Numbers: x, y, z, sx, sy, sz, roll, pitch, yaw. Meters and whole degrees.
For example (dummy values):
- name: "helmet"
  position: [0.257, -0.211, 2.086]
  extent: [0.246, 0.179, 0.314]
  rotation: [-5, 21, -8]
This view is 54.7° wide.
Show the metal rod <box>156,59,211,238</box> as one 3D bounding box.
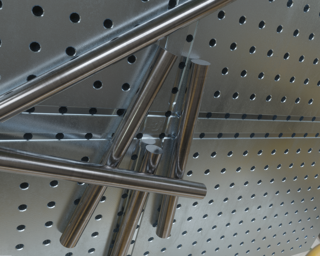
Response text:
- name: "metal rod"
  position: [0.028, 0.047, 0.457]
  extent: [0.025, 0.025, 0.298]
  rotation: [-5, 121, -27]

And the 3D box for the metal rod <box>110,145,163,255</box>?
- name: "metal rod"
  position: [-0.052, 0.160, 0.483]
  extent: [0.025, 0.025, 0.298]
  rotation: [4, 116, -31]

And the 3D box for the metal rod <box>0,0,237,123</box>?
- name: "metal rod"
  position: [-0.036, -0.090, 0.336]
  extent: [0.301, 0.025, 0.025]
  rotation: [-30, 129, -10]

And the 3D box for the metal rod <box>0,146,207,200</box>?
- name: "metal rod"
  position: [-0.057, 0.061, 0.385]
  extent: [0.302, 0.025, 0.025]
  rotation: [17, 110, -35]

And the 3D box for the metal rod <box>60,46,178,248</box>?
- name: "metal rod"
  position: [-0.060, 0.036, 0.401]
  extent: [0.025, 0.025, 0.298]
  rotation: [18, 109, -36]
